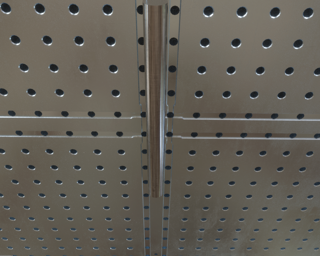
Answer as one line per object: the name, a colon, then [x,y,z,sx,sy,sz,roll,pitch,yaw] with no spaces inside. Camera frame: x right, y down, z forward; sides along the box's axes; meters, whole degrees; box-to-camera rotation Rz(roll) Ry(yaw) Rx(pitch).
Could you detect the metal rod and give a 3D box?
metal rod: [-0.006,-0.011,0.402,0.025,0.025,0.298,0,130,0]
